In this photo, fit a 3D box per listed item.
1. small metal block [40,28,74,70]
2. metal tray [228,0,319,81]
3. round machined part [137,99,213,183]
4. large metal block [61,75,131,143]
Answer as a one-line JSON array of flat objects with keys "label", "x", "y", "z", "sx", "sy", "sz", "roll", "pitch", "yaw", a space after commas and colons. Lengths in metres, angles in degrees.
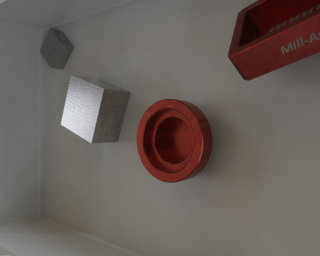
[{"label": "small metal block", "x": -0.186, "y": -0.142, "z": 0.557, "sx": 0.050, "sy": 0.025, "sz": 0.050, "roll": 52, "pitch": 120, "yaw": 27}, {"label": "metal tray", "x": 0.127, "y": -0.099, "z": 0.263, "sx": 0.130, "sy": 0.030, "sz": 0.090, "roll": -21, "pitch": 34, "yaw": 38}, {"label": "round machined part", "x": 0.022, "y": 0.015, "z": 0.376, "sx": 0.098, "sy": 0.042, "sz": 0.097, "roll": 0, "pitch": 90, "yaw": 39}, {"label": "large metal block", "x": -0.099, "y": -0.029, "z": 0.470, "sx": 0.080, "sy": 0.050, "sz": 0.079, "roll": 25, "pitch": 106, "yaw": 37}]
